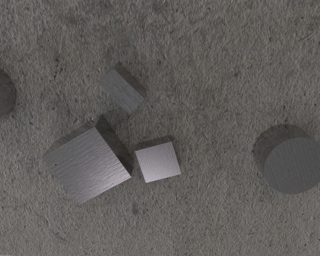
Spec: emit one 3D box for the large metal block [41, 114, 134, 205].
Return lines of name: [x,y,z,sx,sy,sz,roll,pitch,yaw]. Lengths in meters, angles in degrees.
large metal block: [-0.092,0.041,0.411,0.080,0.050,0.080,-29,108,10]

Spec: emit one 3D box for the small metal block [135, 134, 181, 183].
small metal block: [-0.002,0.042,0.425,0.050,0.025,0.050,-15,110,5]

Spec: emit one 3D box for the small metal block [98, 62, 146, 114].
small metal block: [-0.044,-0.050,0.377,0.025,0.050,0.050,-42,105,14]

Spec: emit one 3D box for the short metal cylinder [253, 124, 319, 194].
short metal cylinder: [0.171,0.040,0.413,0.081,0.050,0.079,0,110,0]

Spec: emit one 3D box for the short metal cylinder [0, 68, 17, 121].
short metal cylinder: [-0.228,-0.038,0.380,0.081,0.050,0.079,0,110,0]
